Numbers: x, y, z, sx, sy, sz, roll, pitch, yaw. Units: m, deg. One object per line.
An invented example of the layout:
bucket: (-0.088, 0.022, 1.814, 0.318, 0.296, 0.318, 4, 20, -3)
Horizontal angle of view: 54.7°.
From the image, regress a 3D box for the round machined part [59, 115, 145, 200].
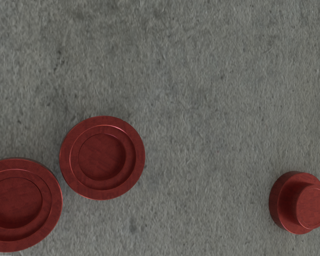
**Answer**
round machined part: (-0.071, 0.034, 0.375, 0.099, 0.042, 0.097, 0, 90, -21)

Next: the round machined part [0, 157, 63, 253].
round machined part: (-0.160, 0.081, 0.341, 0.099, 0.042, 0.097, 0, 90, -21)

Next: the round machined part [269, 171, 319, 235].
round machined part: (0.224, 0.119, 0.485, 0.099, 0.042, 0.097, 0, 90, -21)
